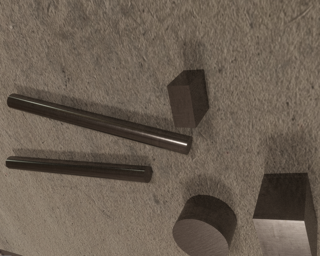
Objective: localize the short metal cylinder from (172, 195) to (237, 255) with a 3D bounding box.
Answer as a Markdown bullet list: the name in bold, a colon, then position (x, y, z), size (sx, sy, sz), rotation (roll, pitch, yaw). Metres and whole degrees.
- **short metal cylinder**: position (0.065, 0.143, 0.444), size (0.080, 0.050, 0.079), rotation (13, 124, 20)

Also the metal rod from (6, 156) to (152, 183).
- **metal rod**: position (-0.151, 0.067, 0.525), size (0.301, 0.025, 0.025), rotation (1, 119, 27)

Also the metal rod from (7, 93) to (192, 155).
- **metal rod**: position (-0.100, -0.011, 0.450), size (0.301, 0.025, 0.025), rotation (14, 124, 20)

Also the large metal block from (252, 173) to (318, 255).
- **large metal block**: position (0.149, 0.109, 0.360), size (0.050, 0.080, 0.080), rotation (-7, 115, 31)

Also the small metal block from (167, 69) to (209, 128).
- **small metal block**: position (0.033, -0.034, 0.351), size (0.025, 0.050, 0.050), rotation (2, 119, 27)
